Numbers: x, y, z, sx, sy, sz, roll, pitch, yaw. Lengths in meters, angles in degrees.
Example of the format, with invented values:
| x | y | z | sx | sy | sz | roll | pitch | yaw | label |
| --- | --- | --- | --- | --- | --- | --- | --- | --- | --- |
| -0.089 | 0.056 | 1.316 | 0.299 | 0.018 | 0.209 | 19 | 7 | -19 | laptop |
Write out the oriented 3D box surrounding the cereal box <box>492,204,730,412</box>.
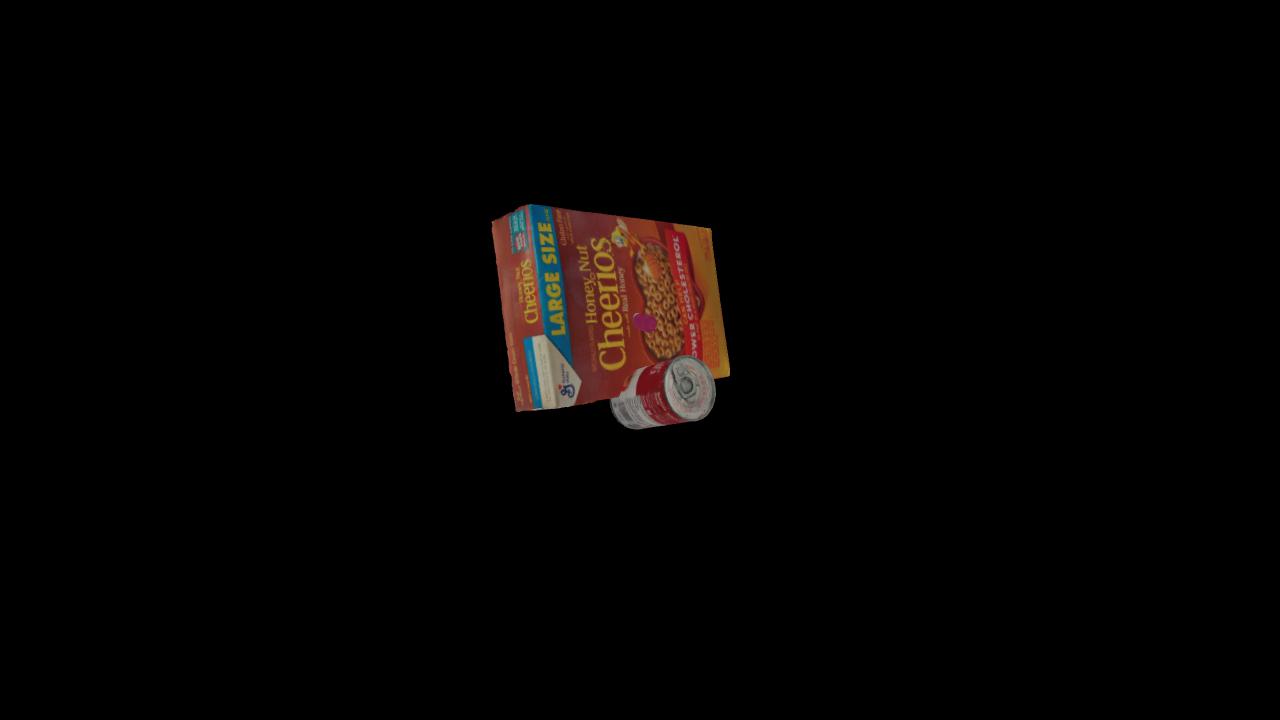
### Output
| x | y | z | sx | sy | sz | roll | pitch | yaw | label |
| --- | --- | --- | --- | --- | --- | --- | --- | --- | --- |
| -0.018 | -0.060 | 0.719 | 0.081 | 0.203 | 0.306 | -8 | -1 | 42 | cereal box |

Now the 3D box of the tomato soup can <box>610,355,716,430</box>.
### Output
| x | y | z | sx | sy | sz | roll | pitch | yaw | label |
| --- | --- | --- | --- | --- | --- | --- | --- | --- | --- |
| 0.022 | 0.037 | 0.650 | 0.068 | 0.068 | 0.101 | 0 | -11 | -36 | tomato soup can |

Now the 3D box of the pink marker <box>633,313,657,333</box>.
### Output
| x | y | z | sx | sy | sz | roll | pitch | yaw | label |
| --- | --- | --- | --- | --- | --- | --- | --- | --- | --- |
| -0.021 | -0.050 | 0.700 | 0.020 | 0.020 | 0.121 | 0 | 12 | -37 | pink marker |

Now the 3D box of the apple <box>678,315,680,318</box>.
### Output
| x | y | z | sx | sy | sz | roll | pitch | yaw | label |
| --- | --- | --- | --- | --- | --- | --- | --- | --- | --- |
| 0.009 | -0.043 | 0.755 | 0.093 | 0.079 | 0.079 | -6 | 1 | -13 | apple |
